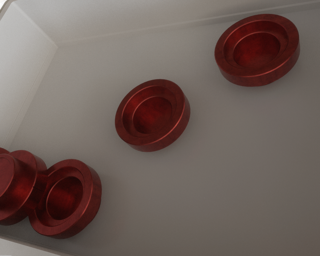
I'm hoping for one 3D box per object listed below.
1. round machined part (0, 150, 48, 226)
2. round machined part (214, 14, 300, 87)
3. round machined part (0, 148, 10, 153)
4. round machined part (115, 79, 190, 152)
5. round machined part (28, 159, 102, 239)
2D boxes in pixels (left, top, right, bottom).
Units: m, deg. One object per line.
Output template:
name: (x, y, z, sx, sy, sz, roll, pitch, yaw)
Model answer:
round machined part: (-0.199, 0.072, 0.401, 0.098, 0.042, 0.098, -13, 56, 20)
round machined part: (0.122, -0.091, 0.387, 0.098, 0.042, 0.098, -13, 56, 21)
round machined part: (-0.250, 0.081, 0.467, 0.098, 0.042, 0.098, -5, 64, 11)
round machined part: (-0.006, -0.013, 0.406, 0.098, 0.042, 0.098, -13, 56, 21)
round machined part: (-0.116, 0.093, 0.399, 0.098, 0.042, 0.098, -13, 56, 21)
